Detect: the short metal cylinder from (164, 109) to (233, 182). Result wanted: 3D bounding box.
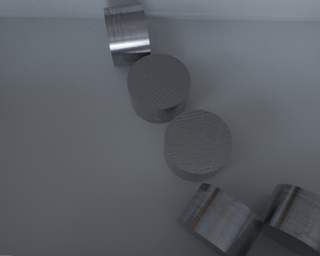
[{"bbox_3d":[0.045,0.023,0.388,0.081,0.050,0.080,0,70,0],"label":"short metal cylinder"}]

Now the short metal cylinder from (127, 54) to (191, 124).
[{"bbox_3d":[-0.001,-0.052,0.415,0.081,0.050,0.080,0,70,0],"label":"short metal cylinder"}]

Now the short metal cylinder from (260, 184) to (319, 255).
[{"bbox_3d":[0.155,0.106,0.343,0.080,0.080,0.050,32,73,11],"label":"short metal cylinder"}]

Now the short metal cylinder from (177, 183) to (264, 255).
[{"bbox_3d":[0.066,0.106,0.342,0.080,0.080,0.050,34,74,11],"label":"short metal cylinder"}]

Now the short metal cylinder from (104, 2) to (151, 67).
[{"bbox_3d":[-0.044,-0.127,0.426,0.050,0.080,0.080,-10,71,-4],"label":"short metal cylinder"}]
